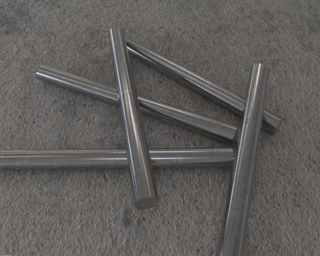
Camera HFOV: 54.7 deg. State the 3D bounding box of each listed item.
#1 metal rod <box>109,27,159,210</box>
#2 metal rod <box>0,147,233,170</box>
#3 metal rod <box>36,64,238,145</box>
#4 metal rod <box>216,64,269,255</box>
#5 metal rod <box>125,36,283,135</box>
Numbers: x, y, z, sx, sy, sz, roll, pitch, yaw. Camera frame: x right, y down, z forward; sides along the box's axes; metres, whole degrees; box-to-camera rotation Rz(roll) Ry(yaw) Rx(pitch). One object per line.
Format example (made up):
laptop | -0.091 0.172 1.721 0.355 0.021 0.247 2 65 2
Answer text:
metal rod | -0.041 -0.038 0.400 0.025 0.025 0.300 -8 50 -7
metal rod | -0.065 0.037 0.371 0.302 0.025 0.025 -1 50 -1
metal rod | -0.042 -0.038 0.434 0.301 0.025 0.025 19 53 15
metal rod | 0.096 0.040 0.349 0.025 0.025 0.300 13 57 10
metal rod | 0.040 -0.077 0.467 0.300 0.025 0.025 33 58 24
